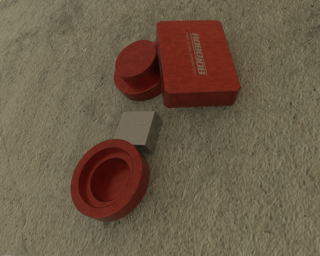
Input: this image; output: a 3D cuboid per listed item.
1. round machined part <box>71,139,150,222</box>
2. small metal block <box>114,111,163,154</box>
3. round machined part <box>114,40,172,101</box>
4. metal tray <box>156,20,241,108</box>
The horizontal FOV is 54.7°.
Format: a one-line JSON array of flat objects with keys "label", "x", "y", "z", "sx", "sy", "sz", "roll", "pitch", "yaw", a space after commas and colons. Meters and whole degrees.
[{"label": "round machined part", "x": -0.057, "y": 0.066, "z": 0.381, "sx": 0.098, "sy": 0.042, "sz": 0.098, "roll": -13, "pitch": 57, "yaw": 20}, {"label": "small metal block", "x": -0.030, "y": 0.005, "z": 0.414, "sx": 0.050, "sy": 0.025, "sz": 0.050, "roll": 1, "pitch": 60, "yaw": 28}, {"label": "round machined part", "x": -0.027, "y": -0.092, "z": 0.462, "sx": 0.098, "sy": 0.042, "sz": 0.098, "roll": -13, "pitch": 56, "yaw": 20}, {"label": "metal tray", "x": 0.045, "y": -0.088, "z": 0.405, "sx": 0.091, "sy": 0.030, "sz": 0.130, "roll": -3, "pitch": 56, "yaw": -5}]
